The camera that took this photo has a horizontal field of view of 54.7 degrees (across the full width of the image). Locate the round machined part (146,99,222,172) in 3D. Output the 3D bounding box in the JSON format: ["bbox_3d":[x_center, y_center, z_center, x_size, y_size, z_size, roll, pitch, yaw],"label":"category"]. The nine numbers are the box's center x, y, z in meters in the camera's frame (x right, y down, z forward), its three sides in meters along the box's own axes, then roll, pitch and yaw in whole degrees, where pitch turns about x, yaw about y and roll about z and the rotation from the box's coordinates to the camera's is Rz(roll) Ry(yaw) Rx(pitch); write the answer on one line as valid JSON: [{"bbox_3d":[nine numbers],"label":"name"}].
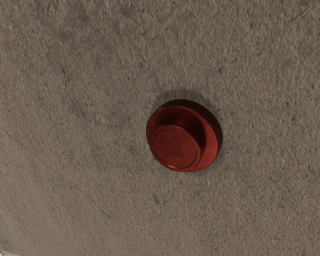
[{"bbox_3d":[0.026,0.016,0.391,0.098,0.042,0.097,13,124,20],"label":"round machined part"}]
